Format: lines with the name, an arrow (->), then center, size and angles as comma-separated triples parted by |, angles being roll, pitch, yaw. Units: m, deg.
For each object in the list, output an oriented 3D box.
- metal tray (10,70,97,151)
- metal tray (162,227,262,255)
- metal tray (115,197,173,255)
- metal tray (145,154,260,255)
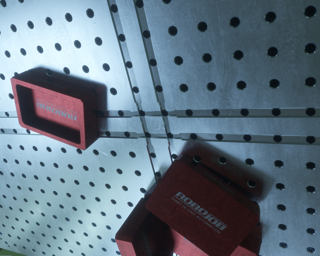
metal tray -> -0.160, -0.027, 0.472 | 0.130, 0.030, 0.089 | 18, 126, 17
metal tray -> 0.076, 0.177, 0.477 | 0.130, 0.030, 0.089 | 24, 127, 13
metal tray -> -0.020, 0.189, 0.495 | 0.030, 0.090, 0.129 | 1, 119, 28
metal tray -> 0.056, 0.108, 0.421 | 0.130, 0.030, 0.089 | 35, 110, 9
